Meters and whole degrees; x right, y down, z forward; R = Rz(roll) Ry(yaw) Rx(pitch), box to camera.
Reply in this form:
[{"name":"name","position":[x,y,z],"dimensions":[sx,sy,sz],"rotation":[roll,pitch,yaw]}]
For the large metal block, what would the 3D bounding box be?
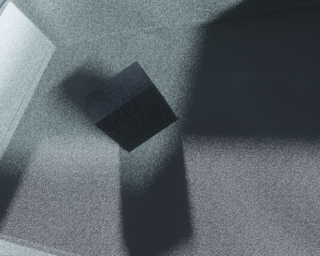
[{"name":"large metal block","position":[-0.035,-0.025,0.399],"dimensions":[0.080,0.080,0.050],"rotation":[-34,52,5]}]
